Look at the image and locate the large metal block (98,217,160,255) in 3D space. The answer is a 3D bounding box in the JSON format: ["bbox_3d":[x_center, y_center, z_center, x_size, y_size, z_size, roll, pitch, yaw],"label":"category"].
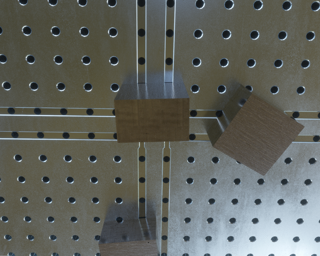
[{"bbox_3d":[-0.042,0.187,0.469,0.080,0.050,0.079,-5,110,1],"label":"large metal block"}]

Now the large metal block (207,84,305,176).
[{"bbox_3d":[0.120,0.002,0.403,0.080,0.050,0.080,30,107,-11],"label":"large metal block"}]

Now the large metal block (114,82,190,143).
[{"bbox_3d":[-0.008,-0.022,0.376,0.081,0.080,0.050,-1,110,0],"label":"large metal block"}]
